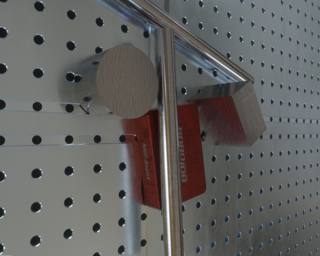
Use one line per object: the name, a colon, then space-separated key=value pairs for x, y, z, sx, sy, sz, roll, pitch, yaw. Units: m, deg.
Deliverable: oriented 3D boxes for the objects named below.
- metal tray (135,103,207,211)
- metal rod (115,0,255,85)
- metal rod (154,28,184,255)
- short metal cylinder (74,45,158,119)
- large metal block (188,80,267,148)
metal tray: x=0.017 y=0.036 z=0.422 sx=0.091 sy=0.030 sz=0.129 roll=-12 pitch=98 yaw=-40
metal rod: x=0.044 y=-0.125 z=0.448 sx=0.302 sy=0.025 sz=0.025 roll=23 pitch=76 yaw=-38
metal rod: x=0.012 y=0.031 z=0.380 sx=0.025 sy=0.025 sz=0.298 roll=-5 pitch=93 yaw=-40
short metal cylinder: x=-0.049 y=-0.050 z=0.353 sx=0.081 sy=0.050 sz=0.079 roll=0 pitch=90 yaw=-40
large metal block: x=0.099 y=-0.020 z=0.459 sx=0.050 sy=0.080 sz=0.080 roll=-38 pitch=114 yaw=-34
